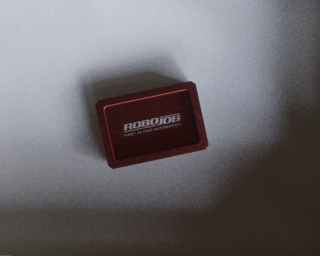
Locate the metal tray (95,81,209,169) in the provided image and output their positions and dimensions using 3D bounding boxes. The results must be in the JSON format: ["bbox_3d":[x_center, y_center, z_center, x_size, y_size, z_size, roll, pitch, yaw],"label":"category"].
[{"bbox_3d":[-0.010,-0.004,0.408,0.131,0.030,0.089,-12,90,-1],"label":"metal tray"}]
